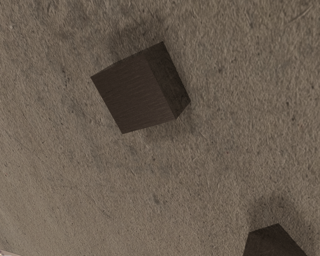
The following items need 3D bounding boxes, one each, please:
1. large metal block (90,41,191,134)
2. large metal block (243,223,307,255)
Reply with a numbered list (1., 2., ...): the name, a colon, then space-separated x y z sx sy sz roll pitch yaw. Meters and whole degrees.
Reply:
1. large metal block: -0.022 -0.046 0.372 0.080 0.050 0.080 -15 111 34
2. large metal block: 0.154 0.188 0.406 0.080 0.080 0.050 48 129 -6
